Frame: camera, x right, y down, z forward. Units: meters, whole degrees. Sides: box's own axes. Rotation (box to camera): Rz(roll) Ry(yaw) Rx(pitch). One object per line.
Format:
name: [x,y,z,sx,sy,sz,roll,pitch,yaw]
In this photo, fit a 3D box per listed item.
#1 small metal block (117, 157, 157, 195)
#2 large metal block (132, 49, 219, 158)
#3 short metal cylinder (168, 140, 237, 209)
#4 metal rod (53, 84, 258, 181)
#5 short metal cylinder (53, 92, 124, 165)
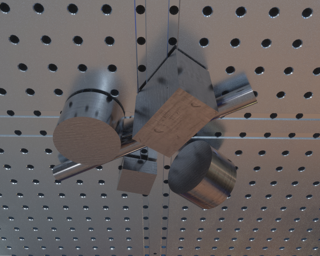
small metal block: [-0.035,0.073,0.469,0.050,0.025,0.050,12,129,-10]
large metal block: [0.014,-0.028,0.348,0.050,0.080,0.080,29,124,-23]
short metal cylinder: [0.057,0.064,0.426,0.050,0.080,0.080,36,121,-27]
metal rod: [-0.019,0.013,0.418,0.300,0.025,0.025,-22,127,18]
short metal cylinder: [-0.087,0.001,0.391,0.081,0.050,0.079,0,130,0]
